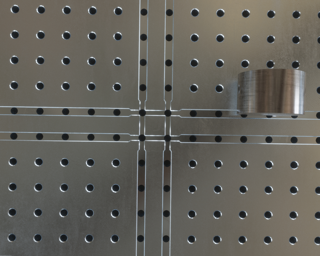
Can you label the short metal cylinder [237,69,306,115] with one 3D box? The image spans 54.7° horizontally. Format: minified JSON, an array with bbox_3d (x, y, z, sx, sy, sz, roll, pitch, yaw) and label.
[{"bbox_3d":[0.138,-0.042,0.388,0.081,0.080,0.050,2,90,-1],"label":"short metal cylinder"}]
